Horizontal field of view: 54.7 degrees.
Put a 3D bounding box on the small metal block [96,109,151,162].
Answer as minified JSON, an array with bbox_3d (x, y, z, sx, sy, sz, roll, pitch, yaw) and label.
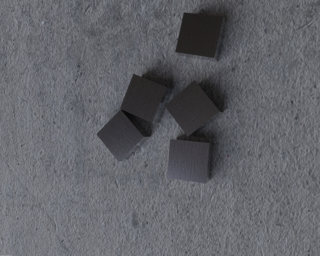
[{"bbox_3d":[-0.050,0.010,0.427,0.050,0.025,0.050,-44,77,14],"label":"small metal block"}]

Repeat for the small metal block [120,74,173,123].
[{"bbox_3d":[-0.018,-0.039,0.415,0.050,0.025,0.050,24,98,18],"label":"small metal block"}]

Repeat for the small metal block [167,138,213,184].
[{"bbox_3d":[0.039,0.041,0.395,0.050,0.025,0.050,5,92,20],"label":"small metal block"}]

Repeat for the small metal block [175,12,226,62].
[{"bbox_3d":[0.052,-0.114,0.391,0.050,0.025,0.050,14,95,19],"label":"small metal block"}]

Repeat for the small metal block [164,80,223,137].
[{"bbox_3d":[0.043,-0.024,0.394,0.050,0.025,0.050,-39,78,15],"label":"small metal block"}]
